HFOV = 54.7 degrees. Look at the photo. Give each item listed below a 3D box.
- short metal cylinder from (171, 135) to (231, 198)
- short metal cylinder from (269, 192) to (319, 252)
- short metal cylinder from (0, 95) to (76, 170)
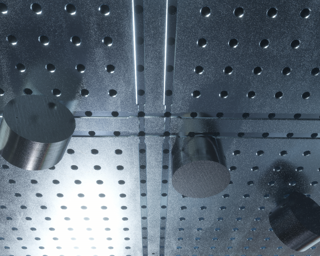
[{"bbox_3d":[0.056,0.056,0.444,0.081,0.050,0.079,0,130,0],"label":"short metal cylinder"},{"bbox_3d":[0.230,0.154,0.510,0.081,0.080,0.050,20,127,-16],"label":"short metal cylinder"},{"bbox_3d":[-0.150,0.005,0.377,0.080,0.080,0.050,21,127,-17],"label":"short metal cylinder"}]
